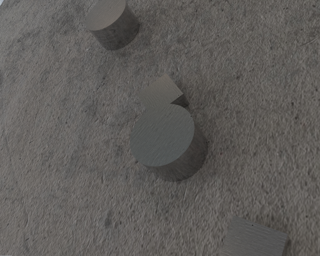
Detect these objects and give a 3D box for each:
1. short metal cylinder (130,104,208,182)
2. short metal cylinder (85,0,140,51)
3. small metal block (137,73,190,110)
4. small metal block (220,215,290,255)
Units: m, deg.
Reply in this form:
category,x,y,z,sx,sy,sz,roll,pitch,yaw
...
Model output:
category,x,y,z,sx,sy,sz,roll,pitch,yaw
short metal cylinder,0.011,0.018,0.371,0.080,0.050,0.080,-13,56,21
short metal cylinder,-0.083,-0.184,0.544,0.080,0.050,0.080,-13,56,21
small metal block,0.004,-0.040,0.426,0.050,0.025,0.050,-37,51,3
small metal block,0.087,0.116,0.287,0.050,0.025,0.050,12,68,33
